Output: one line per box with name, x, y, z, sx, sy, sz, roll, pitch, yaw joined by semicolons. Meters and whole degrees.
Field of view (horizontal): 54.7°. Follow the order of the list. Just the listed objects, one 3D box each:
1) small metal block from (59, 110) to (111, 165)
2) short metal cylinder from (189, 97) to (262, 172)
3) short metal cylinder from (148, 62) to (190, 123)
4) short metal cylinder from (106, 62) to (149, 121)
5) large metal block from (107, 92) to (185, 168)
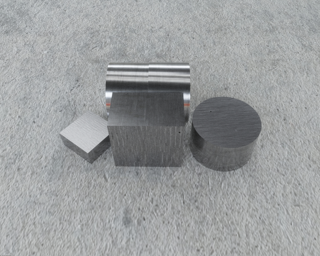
small metal block;-0.089;0.011;0.396;0.050;0.025;0.050;31;56;23
short metal cylinder;0.078;0.007;0.383;0.081;0.050;0.080;0;50;0
short metal cylinder;0.011;-0.046;0.408;0.050;0.080;0.080;1;50;0
short metal cylinder;-0.039;-0.046;0.408;0.050;0.080;0.080;1;50;0
large metal block;-0.014;0.004;0.366;0.081;0.080;0.050;1;50;0
